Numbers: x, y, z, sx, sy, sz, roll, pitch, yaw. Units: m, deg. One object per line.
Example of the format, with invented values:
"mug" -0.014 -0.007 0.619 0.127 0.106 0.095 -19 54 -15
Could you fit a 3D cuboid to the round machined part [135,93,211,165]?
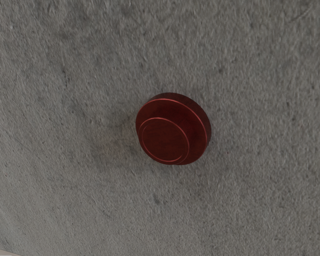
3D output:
"round machined part" 0.012 0.008 0.393 0.098 0.042 0.097 13 124 20
